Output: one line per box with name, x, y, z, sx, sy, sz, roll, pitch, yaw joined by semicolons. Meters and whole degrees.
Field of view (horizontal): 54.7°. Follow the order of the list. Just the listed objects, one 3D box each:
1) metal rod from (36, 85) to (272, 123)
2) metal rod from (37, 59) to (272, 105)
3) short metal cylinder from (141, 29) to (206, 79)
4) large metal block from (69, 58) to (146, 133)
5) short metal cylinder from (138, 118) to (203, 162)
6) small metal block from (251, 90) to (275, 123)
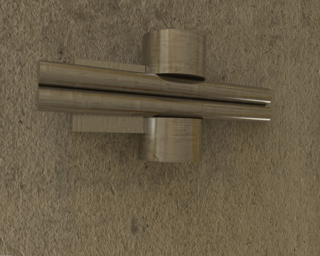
metal rod;0.016;-0.024;0.369;0.303;0.025;0.025;2;90;-28
metal rod;0.016;-0.049;0.369;0.303;0.025;0.025;2;90;-28
short metal cylinder;0.017;-0.086;0.387;0.081;0.080;0.050;2;90;-20
large metal block;-0.065;-0.035;0.373;0.081;0.050;0.080;2;90;-20
short metal cylinder;0.013;0.014;0.386;0.081;0.080;0.050;2;90;-20
small metal block;0.142;-0.033;0.463;0.050;0.025;0.050;3;89;-20
